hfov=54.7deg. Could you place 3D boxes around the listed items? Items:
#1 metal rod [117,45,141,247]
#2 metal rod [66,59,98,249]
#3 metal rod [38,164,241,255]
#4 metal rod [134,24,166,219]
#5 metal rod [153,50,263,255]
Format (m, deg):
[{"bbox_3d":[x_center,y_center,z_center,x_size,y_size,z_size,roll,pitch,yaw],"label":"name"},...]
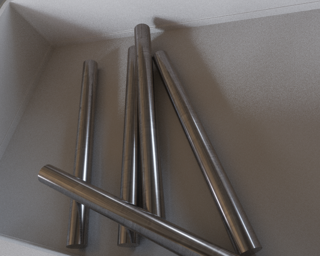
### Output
[{"bbox_3d":[-0.037,0.003,0.421,0.025,0.025,0.299,-14,56,20],"label":"metal rod"},{"bbox_3d":[-0.109,0.016,0.450,0.025,0.025,0.299,-17,55,18],"label":"metal rod"},{"bbox_3d":[-0.018,0.099,0.324,0.300,0.025,0.025,18,71,28],"label":"metal rod"},{"bbox_3d":[-0.017,-0.027,0.419,0.025,0.025,0.299,-16,59,19],"label":"metal rod"},{"bbox_3d":[0.042,0.004,0.379,0.025,0.025,0.299,-28,52,10],"label":"metal rod"}]
